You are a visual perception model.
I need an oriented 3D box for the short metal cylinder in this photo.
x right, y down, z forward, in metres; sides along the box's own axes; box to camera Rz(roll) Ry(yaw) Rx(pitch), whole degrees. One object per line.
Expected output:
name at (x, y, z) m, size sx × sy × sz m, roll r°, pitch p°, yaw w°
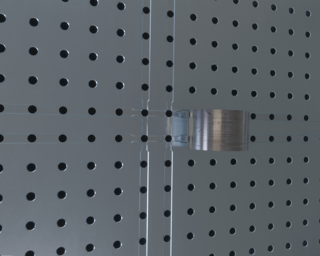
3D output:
short metal cylinder at (0.076, 0.003, 0.411) m, size 0.081 × 0.080 × 0.050 m, roll 2°, pitch 90°, yaw -20°
